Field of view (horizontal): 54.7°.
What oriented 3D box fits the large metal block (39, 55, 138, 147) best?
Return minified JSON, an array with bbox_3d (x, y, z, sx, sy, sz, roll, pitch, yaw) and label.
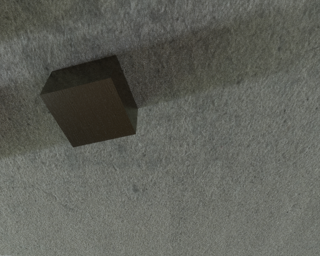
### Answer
[{"bbox_3d":[-0.078,-0.030,0.364,0.080,0.050,0.080,-12,129,9],"label":"large metal block"}]
